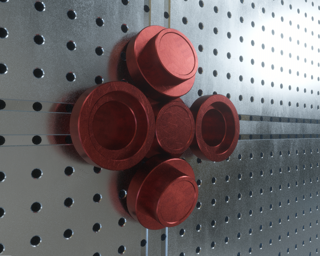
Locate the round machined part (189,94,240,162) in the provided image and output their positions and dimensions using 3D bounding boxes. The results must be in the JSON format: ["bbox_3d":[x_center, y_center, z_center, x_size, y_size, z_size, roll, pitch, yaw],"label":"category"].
[{"bbox_3d":[0.072,0.000,0.460,0.099,0.042,0.097,0,90,-40],"label":"round machined part"}]

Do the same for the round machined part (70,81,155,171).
[{"bbox_3d":[-0.056,-0.002,0.352,0.099,0.042,0.097,0,90,-40],"label":"round machined part"}]

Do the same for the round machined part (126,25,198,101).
[{"bbox_3d":[0.010,-0.086,0.393,0.099,0.042,0.098,13,68,-35],"label":"round machined part"}]

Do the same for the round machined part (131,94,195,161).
[{"bbox_3d":[0.008,-0.001,0.405,0.099,0.042,0.097,0,90,-40],"label":"round machined part"}]

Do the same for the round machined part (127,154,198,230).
[{"bbox_3d":[0.010,0.086,0.394,0.099,0.042,0.097,-15,114,-36],"label":"round machined part"}]
